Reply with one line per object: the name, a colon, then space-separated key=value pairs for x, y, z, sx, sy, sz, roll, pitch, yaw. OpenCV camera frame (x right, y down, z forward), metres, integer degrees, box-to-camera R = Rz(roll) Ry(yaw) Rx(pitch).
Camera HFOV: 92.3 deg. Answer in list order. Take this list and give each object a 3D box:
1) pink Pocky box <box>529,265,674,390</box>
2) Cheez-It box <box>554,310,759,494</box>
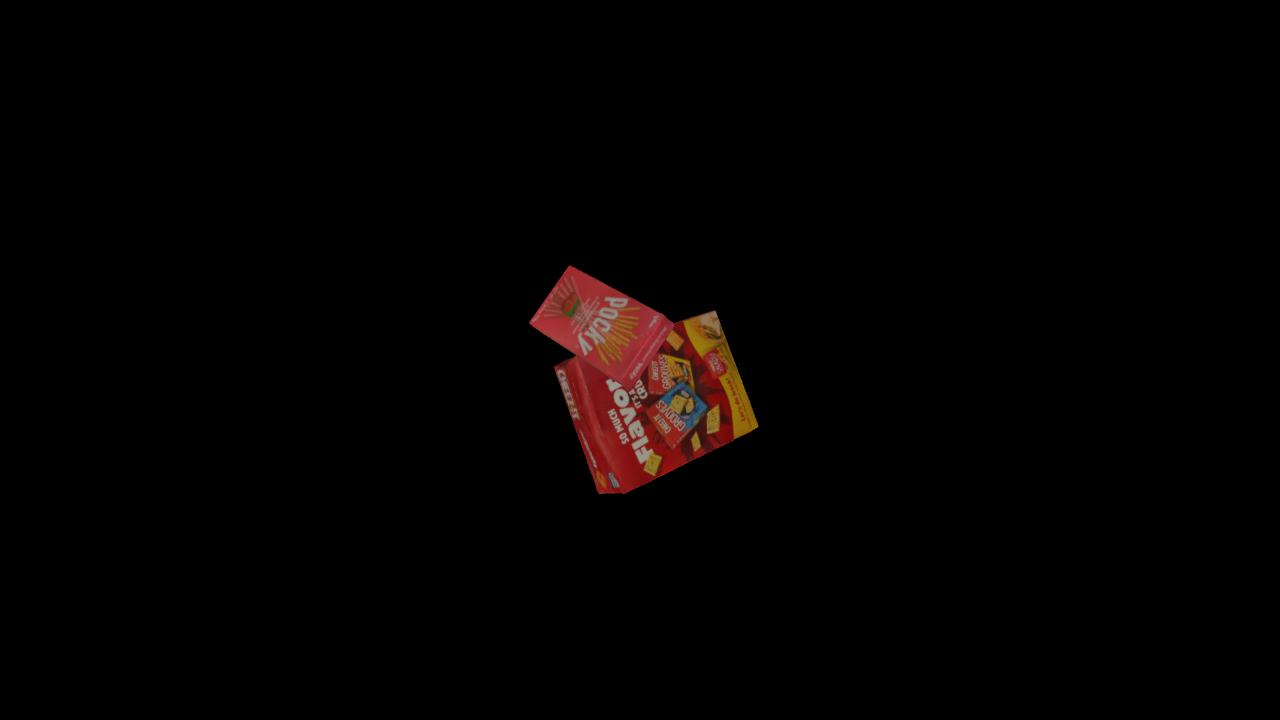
pink Pocky box: x=-0.045 y=-0.039 z=0.666 sx=0.155 sy=0.084 sz=0.029 roll=32 pitch=-4 yaw=35
Cheez-It box: x=0.025 y=0.047 z=0.758 sx=0.223 sy=0.166 sz=0.071 roll=-21 pitch=0 yaw=-34
